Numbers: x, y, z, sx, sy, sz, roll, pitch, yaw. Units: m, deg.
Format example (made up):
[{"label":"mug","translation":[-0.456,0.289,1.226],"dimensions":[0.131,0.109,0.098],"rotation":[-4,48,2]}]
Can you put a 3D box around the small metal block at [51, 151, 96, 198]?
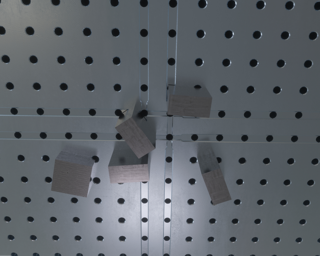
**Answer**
[{"label":"small metal block","translation":[-0.121,0.065,0.437],"dimensions":[0.050,0.025,0.050],"rotation":[12,110,-5]}]

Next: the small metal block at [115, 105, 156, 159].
[{"label":"small metal block","translation":[-0.030,0.004,0.401],"dimensions":[0.025,0.050,0.050],"rotation":[-32,107,11]}]

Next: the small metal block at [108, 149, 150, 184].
[{"label":"small metal block","translation":[-0.040,0.050,0.418],"dimensions":[0.050,0.050,0.025],"rotation":[-4,110,1]}]

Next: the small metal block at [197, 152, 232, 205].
[{"label":"small metal block","translation":[0.074,0.068,0.426],"dimensions":[0.025,0.050,0.050],"rotation":[-20,109,7]}]

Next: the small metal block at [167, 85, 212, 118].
[{"label":"small metal block","translation":[0.035,-0.034,0.388],"dimensions":[0.050,0.050,0.025],"rotation":[4,110,-2]}]
